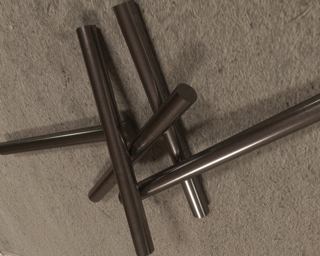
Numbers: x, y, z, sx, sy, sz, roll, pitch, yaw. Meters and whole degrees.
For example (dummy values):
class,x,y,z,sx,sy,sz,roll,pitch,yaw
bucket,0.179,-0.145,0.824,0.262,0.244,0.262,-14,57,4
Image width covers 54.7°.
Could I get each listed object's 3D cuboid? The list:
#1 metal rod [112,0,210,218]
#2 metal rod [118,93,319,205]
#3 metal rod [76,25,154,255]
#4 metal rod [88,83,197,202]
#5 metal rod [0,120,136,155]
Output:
class,x,y,z,sx,sy,sz,roll,pitch,yaw
metal rod,0.009,-0.008,0.395,0.025,0.025,0.298,-8,115,31
metal rod,0.062,0.035,0.370,0.299,0.025,0.025,-30,102,29
metal rod,-0.055,0.021,0.396,0.025,0.025,0.298,-10,98,32
metal rod,-0.042,0.040,0.430,0.025,0.025,0.298,42,136,-1
metal rod,-0.167,0.020,0.504,0.300,0.025,0.025,-8,114,31
